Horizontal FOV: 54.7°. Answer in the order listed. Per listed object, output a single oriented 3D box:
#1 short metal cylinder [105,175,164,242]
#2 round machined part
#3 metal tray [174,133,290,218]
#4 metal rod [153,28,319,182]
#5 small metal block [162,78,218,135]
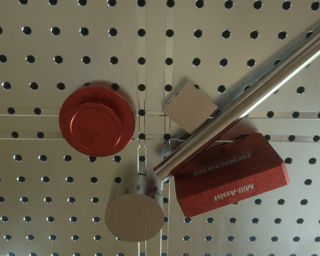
[{"bbox_3d":[-0.035,0.114,0.442,0.081,0.050,0.079,0,110,-1],"label":"short metal cylinder"},{"bbox_3d":[-0.082,-0.006,0.401,0.099,0.042,0.097,0,110,-1],"label":"round machined part"},{"bbox_3d":[0.085,0.057,0.400,0.130,0.090,0.030,-21,112,7],"label":"metal tray"},{"bbox_3d":[0.112,-0.034,0.390,0.300,0.025,0.025,-41,106,8],"label":"metal rod"},{"bbox_3d":[0.038,-0.028,0.404,0.050,0.025,0.050,38,105,-13],"label":"small metal block"}]
